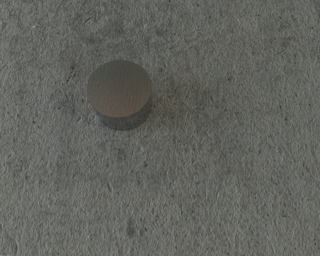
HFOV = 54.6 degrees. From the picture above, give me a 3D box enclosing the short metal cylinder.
[{"bbox_3d":[-0.051,-0.042,0.410,0.080,0.050,0.080,0,70,0],"label":"short metal cylinder"}]
